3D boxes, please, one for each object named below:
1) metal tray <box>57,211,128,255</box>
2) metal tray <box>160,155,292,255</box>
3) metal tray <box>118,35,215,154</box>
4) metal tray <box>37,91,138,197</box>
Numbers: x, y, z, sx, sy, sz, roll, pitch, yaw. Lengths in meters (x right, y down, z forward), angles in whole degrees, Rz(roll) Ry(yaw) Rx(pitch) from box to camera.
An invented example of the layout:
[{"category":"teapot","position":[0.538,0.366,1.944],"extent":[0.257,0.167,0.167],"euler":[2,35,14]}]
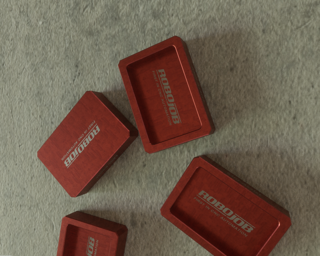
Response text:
[{"category":"metal tray","position":[-0.102,0.194,0.440],"extent":[0.090,0.030,0.129],"euler":[11,93,19]},{"category":"metal tray","position":[0.077,0.104,0.378],"extent":[0.130,0.030,0.090],"euler":[34,101,16]},{"category":"metal tray","position":[0.008,-0.041,0.402],"extent":[0.090,0.030,0.129],"euler":[-20,84,18]},{"category":"metal tray","position":[-0.105,0.023,0.442],"extent":[0.090,0.030,0.130],"euler":[46,104,14]}]
